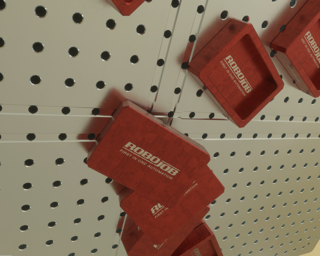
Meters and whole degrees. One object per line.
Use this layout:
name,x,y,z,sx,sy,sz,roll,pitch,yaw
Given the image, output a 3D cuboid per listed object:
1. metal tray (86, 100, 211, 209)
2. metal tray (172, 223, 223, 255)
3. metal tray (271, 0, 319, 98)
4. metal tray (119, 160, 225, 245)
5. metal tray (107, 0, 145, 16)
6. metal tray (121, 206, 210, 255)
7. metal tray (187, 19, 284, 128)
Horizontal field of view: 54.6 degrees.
metal tray,-0.014,0.036,0.394,0.130,0.030,0.090,31,102,-17
metal tray,0.073,0.251,0.601,0.090,0.030,0.130,-31,129,-9
metal tray,0.231,-0.115,0.461,0.130,0.030,0.090,34,99,-39
metal tray,0.017,0.095,0.452,0.130,0.030,0.090,-39,105,-3
metal tray,-0.035,-0.171,0.258,0.090,0.030,0.130,-43,146,2
metal tray,0.010,0.159,0.511,0.090,0.030,0.130,31,101,-38
metal tray,0.107,-0.069,0.422,0.090,0.030,0.130,-45,129,3
